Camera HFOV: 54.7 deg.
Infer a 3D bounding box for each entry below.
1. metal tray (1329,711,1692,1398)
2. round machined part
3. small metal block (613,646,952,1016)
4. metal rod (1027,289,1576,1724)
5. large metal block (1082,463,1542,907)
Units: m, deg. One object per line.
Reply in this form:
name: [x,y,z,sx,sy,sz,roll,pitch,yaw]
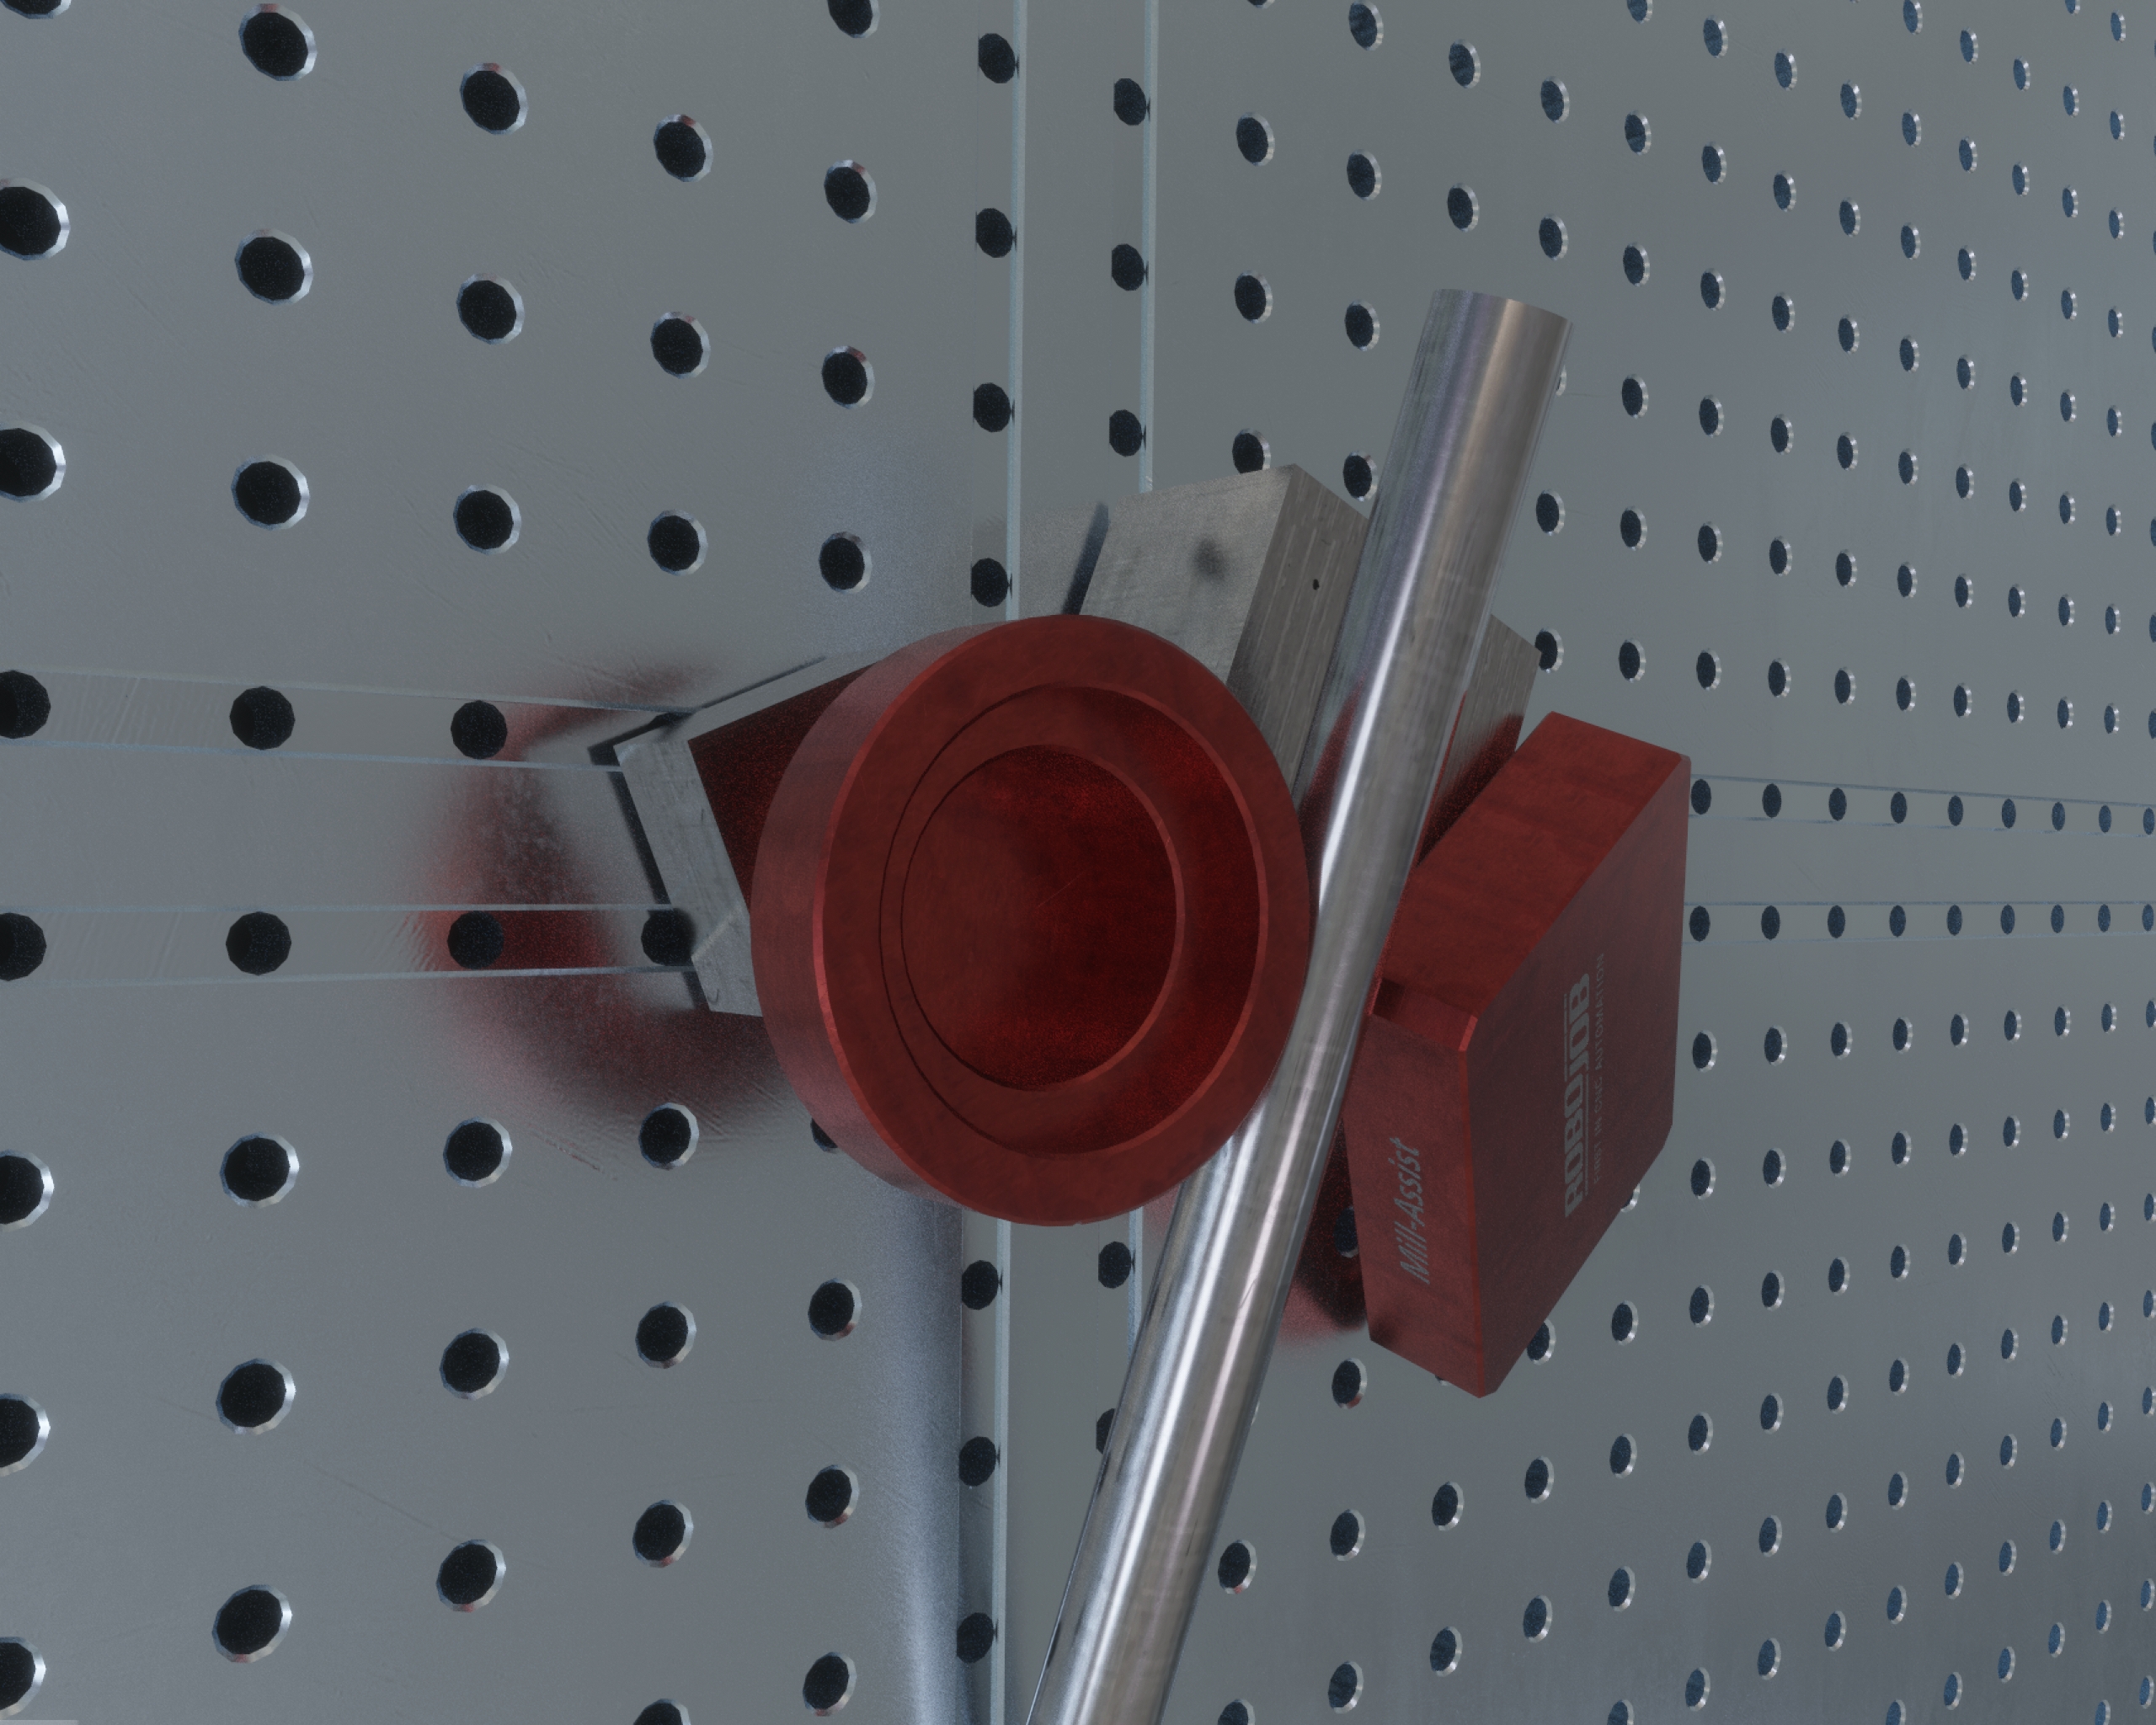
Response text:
metal tray: [0.095,0.044,0.449,0.090,0.030,0.129,-46,142,-30]
round machined part: [-0.011,0.009,0.349,0.099,0.042,0.097,-1,91,-37]
small metal block: [-0.046,-0.006,0.367,0.050,0.025,0.050,-28,108,-37]
metal rod: [0.035,0.047,0.383,0.025,0.025,0.298,8,101,-40]
large metal block: [0.041,-0.023,0.424,0.080,0.050,0.080,29,72,-37]
